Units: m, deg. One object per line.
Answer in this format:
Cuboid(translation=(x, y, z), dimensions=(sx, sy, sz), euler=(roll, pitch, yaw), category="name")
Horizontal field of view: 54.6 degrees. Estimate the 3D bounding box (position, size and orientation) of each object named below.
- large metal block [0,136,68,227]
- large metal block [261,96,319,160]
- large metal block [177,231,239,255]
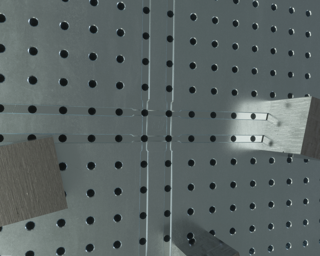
Cuboid(translation=(-0.153, 0.056, 0.343), dimensions=(0.081, 0.050, 0.080), euler=(-12, 94, -20), category="large metal block")
Cuboid(translation=(0.204, 0.002, 0.458), dimensions=(0.050, 0.080, 0.080), euler=(15, 85, -19), category="large metal block")
Cuboid(translation=(0.072, 0.196, 0.410), dimensions=(0.050, 0.080, 0.080), euler=(-20, 97, -19), category="large metal block")
